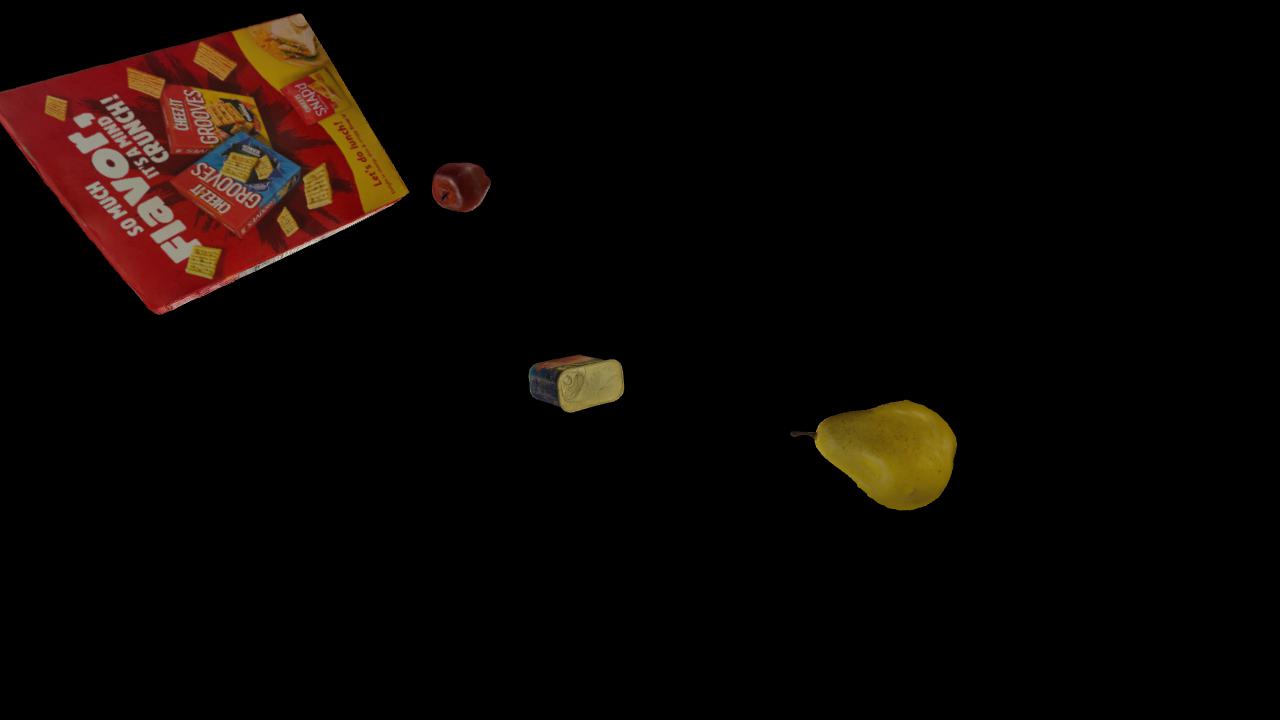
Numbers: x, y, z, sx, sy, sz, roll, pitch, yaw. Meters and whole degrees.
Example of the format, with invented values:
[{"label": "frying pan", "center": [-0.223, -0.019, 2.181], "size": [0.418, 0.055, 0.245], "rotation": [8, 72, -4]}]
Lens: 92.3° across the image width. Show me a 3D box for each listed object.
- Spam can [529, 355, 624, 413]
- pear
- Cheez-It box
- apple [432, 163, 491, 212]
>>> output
[{"label": "Spam can", "center": [-0.087, 0.028, 0.827], "size": [0.101, 0.058, 0.085], "rotation": [-12, 13, -36]}, {"label": "pear", "center": [0.170, 0.062, 0.457], "size": [0.111, 0.080, 0.080], "rotation": [20, 5, 15]}, {"label": "Cheez-It box", "center": [-0.335, -0.161, 0.504], "size": [0.223, 0.166, 0.071], "rotation": [-38, 21, -29]}, {"label": "apple", "center": [-0.279, -0.269, 0.957], "size": [0.079, 0.079, 0.093], "rotation": [0, 32, 32]}]
